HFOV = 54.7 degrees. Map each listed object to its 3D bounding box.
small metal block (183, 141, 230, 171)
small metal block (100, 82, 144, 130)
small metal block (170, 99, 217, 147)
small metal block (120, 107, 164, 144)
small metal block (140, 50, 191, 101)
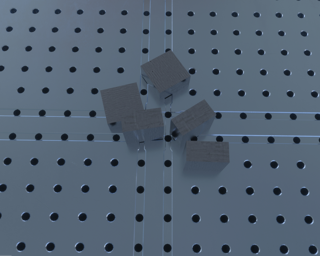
[{"bbox_3d":[0.056,0.036,0.386,0.050,0.050,0.025,2,70,0],"label":"small metal block"},{"bbox_3d":[-0.050,-0.029,0.422,0.050,0.025,0.050,-14,71,-6],"label":"small metal block"},{"bbox_3d":[0.041,-0.005,0.401,0.050,0.050,0.025,-31,73,-11],"label":"small metal block"},{"bbox_3d":[-0.022,-0.002,0.399,0.050,0.050,0.025,-8,71,-3],"label":"small metal block"},{"bbox_3d":[0.008,-0.075,0.439,0.050,0.025,0.050,-30,73,-11],"label":"small metal block"}]
